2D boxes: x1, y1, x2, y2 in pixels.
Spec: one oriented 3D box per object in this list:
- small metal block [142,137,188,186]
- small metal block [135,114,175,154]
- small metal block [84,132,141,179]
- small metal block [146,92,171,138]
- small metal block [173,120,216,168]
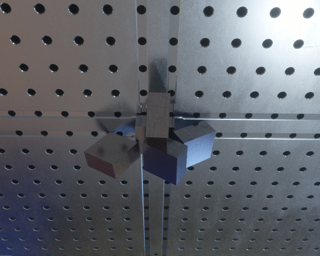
[{"bbox_3d":[0.006,0.039,0.396,0.050,0.025,0.050,22,135,25],"label":"small metal block"},{"bbox_3d":[-0.007,0.009,0.420,0.050,0.025,0.050,2,130,-2],"label":"small metal block"},{"bbox_3d":[-0.062,0.035,0.411,0.050,0.050,0.025,18,131,31],"label":"small metal block"},{"bbox_3d":[-0.003,-0.016,0.368,0.025,0.050,0.050,3,94,-1],"label":"small metal block"},{"bbox_3d":[0.044,0.023,0.417,0.050,0.025,0.050,-19,135,-25],"label":"small metal block"}]
